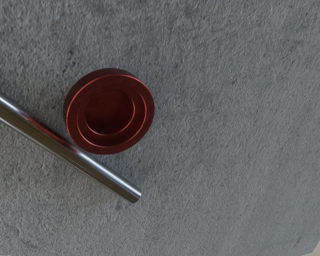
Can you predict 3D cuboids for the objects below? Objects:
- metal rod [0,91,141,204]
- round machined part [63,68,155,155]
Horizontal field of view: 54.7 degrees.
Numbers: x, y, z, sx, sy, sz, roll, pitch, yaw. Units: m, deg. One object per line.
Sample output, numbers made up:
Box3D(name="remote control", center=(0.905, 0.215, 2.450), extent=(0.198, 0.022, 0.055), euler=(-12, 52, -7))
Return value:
Box3D(name="metal rod", center=(-0.120, 0.016, 0.351), extent=(0.025, 0.025, 0.300), euler=(-44, 130, 2))
Box3D(name="round machined part", center=(-0.059, -0.021, 0.350), extent=(0.099, 0.042, 0.097), euler=(-14, 124, -21))
